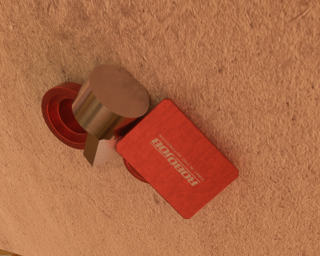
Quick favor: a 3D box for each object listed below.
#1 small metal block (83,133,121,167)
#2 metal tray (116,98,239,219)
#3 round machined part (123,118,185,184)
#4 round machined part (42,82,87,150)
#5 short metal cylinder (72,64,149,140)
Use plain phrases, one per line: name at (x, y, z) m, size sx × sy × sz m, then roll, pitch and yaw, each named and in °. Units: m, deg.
small metal block at (-0.071, 0.020, 0.417) m, size 0.025 × 0.050 × 0.050 m, roll 46°, pitch 133°, yaw 28°
metal tray at (0.021, 0.037, 0.387) m, size 0.090 × 0.030 × 0.130 m, roll -43°, pitch 95°, yaw 7°
round machined part at (-0.012, 0.038, 0.425) m, size 0.098 × 0.042 × 0.097 m, roll 13°, pitch 124°, yaw 20°
round machined part at (-0.116, -0.021, 0.443) m, size 0.098 × 0.042 × 0.097 m, roll 13°, pitch 124°, yaw 20°
short metal cylinder at (-0.061, -0.032, 0.384) m, size 0.080 × 0.080 × 0.050 m, roll 44°, pitch 129°, yaw -3°
